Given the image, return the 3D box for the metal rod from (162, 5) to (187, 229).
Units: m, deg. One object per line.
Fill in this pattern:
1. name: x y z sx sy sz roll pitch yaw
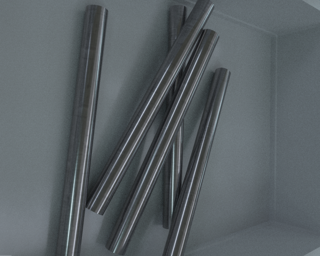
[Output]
1. metal rod: 0.020 -0.015 0.423 0.025 0.025 0.298 3 88 -40

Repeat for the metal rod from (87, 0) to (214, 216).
1. metal rod: -0.007 -0.037 0.380 0.025 0.025 0.300 37 73 -34

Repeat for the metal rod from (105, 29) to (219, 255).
1. metal rod: 0.008 0.009 0.389 0.025 0.025 0.299 32 77 -36

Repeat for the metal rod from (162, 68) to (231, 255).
1. metal rod: 0.055 0.041 0.428 0.025 0.025 0.300 37 60 -34

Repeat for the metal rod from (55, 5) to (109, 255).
1. metal rod: -0.085 0.016 0.334 0.025 0.025 0.298 10 84 -40
